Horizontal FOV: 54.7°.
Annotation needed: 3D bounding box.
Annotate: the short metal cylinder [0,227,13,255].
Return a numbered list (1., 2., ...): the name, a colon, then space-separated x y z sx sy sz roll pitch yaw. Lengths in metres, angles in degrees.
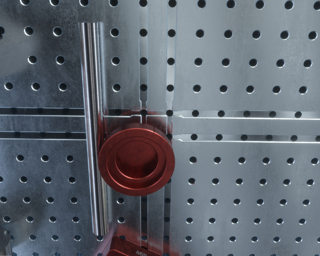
1. short metal cylinder: -0.260 0.188 0.451 0.081 0.080 0.050 3 110 -1

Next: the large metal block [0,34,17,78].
1. large metal block: -0.226 -0.091 0.349 0.080 0.080 0.050 28 108 -10

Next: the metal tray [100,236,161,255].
1. metal tray: -0.038 0.240 0.498 0.131 0.030 0.090 28 108 -10

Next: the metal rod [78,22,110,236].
1. metal rod: -0.086 0.015 0.417 0.025 0.025 0.298 1 110 -1

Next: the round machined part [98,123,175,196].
1. round machined part: -0.031 0.039 0.416 0.099 0.042 0.097 -1 110 -3
